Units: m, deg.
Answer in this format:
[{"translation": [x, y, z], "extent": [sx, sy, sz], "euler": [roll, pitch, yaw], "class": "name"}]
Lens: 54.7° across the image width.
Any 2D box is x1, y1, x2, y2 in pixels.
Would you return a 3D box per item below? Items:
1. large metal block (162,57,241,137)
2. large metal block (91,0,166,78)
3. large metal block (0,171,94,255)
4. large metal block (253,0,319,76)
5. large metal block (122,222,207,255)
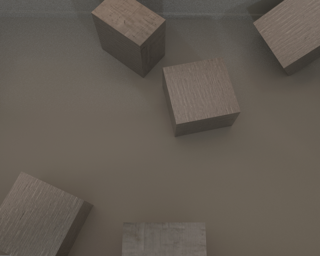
[{"translation": [0.051, -0.040, 0.411], "extent": [0.081, 0.050, 0.080], "euler": [-11, 70, -4], "class": "large metal block"}, {"translation": [-0.040, -0.127, 0.426], "extent": [0.080, 0.080, 0.050], "euler": [37, 74, 12], "class": "large metal block"}, {"translation": [-0.136, 0.107, 0.356], "extent": [0.080, 0.050, 0.080], "euler": [23, 72, 8], "class": "large metal block"}, {"translation": [0.190, -0.132, 0.426], "extent": [0.080, 0.050, 0.080], "euler": [-34, 71, 24], "class": "large metal block"}, {"translation": [0.004, 0.130, 0.333], "extent": [0.081, 0.080, 0.050], "euler": [0, 70, 0], "class": "large metal block"}]
